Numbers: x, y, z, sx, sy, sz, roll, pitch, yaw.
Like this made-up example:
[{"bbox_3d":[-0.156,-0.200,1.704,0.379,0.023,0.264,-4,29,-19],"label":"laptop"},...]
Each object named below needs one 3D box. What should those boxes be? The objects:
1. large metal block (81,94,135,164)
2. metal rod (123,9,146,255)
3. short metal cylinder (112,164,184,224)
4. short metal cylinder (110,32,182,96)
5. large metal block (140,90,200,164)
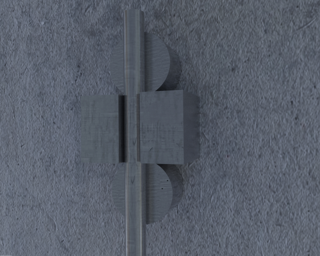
[{"bbox_3d":[-0.057,0.001,0.401,0.050,0.080,0.080,-1,90,20],"label":"large metal block"},{"bbox_3d":[-0.030,0.012,0.367,0.025,0.025,0.298,-1,90,20],"label":"metal rod"},{"bbox_3d":[-0.014,0.078,0.402,0.080,0.050,0.080,0,89,20],"label":"short metal cylinder"},{"bbox_3d":[-0.017,-0.078,0.403,0.080,0.050,0.080,0,89,20],"label":"short metal cylinder"},{"bbox_3d":[0.015,-0.001,0.375,0.050,0.080,0.080,-1,90,20],"label":"large metal block"}]
